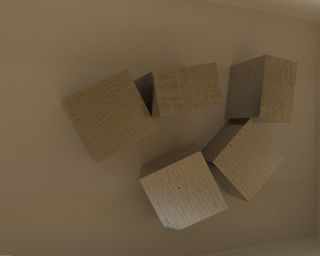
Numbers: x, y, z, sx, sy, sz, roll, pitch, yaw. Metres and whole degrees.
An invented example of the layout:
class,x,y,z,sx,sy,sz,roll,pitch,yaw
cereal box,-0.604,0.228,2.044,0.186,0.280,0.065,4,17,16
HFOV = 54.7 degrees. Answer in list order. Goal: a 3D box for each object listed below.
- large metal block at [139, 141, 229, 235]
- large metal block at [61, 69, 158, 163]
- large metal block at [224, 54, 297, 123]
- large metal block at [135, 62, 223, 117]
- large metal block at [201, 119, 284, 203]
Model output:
class,x,y,z,sx,sy,sz,roll,pitch,yaw
large metal block,0.029,0.074,0.394,0.080,0.050,0.080,-26,100,4
large metal block,-0.062,-0.015,0.374,0.080,0.050,0.080,-29,100,-18
large metal block,0.138,-0.050,0.432,0.050,0.080,0.080,8,87,-20
large metal block,0.019,-0.045,0.388,0.081,0.080,0.050,-12,94,-20
large metal block,0.112,0.044,0.438,0.080,0.050,0.080,-47,105,-14
